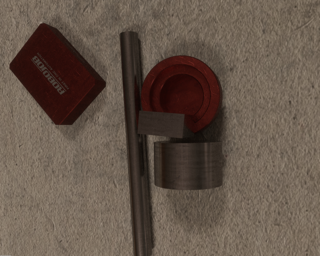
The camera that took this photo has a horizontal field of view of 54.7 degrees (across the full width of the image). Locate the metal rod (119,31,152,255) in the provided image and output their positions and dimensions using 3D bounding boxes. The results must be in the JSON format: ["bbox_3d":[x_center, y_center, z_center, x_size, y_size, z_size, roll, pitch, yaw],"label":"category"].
[{"bbox_3d":[-0.033,0.021,0.419,0.025,0.025,0.298,-4,89,19],"label":"metal rod"}]

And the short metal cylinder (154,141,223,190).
[{"bbox_3d":[0.033,0.041,0.367,0.080,0.080,0.050,-1,90,19],"label":"short metal cylinder"}]

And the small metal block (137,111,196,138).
[{"bbox_3d":[0.009,-0.004,0.347,0.050,0.050,0.025,5,92,19],"label":"small metal block"}]

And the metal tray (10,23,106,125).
[{"bbox_3d":[-0.154,-0.078,0.459,0.090,0.030,0.130,-46,76,14],"label":"metal tray"}]

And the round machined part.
[{"bbox_3d":[0.029,-0.038,0.389,0.098,0.042,0.097,0,90,19],"label":"round machined part"}]
